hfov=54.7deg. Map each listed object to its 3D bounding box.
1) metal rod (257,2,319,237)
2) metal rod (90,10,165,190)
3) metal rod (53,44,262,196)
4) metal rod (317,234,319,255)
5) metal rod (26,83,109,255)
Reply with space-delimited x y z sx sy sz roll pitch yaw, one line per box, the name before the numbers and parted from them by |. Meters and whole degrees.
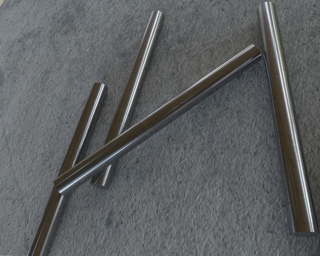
metal rod | 0.138 -0.034 0.352 0.025 0.025 0.299 -10 57 23
metal rod | -0.041 -0.056 0.459 0.025 0.025 0.300 2 62 29
metal rod | 0.000 -0.012 0.391 0.301 0.025 0.025 -35 51 -3
metal rod | 0.187 0.003 0.303 0.025 0.025 0.300 8 65 31
metal rod | -0.129 0.066 0.430 0.025 0.025 0.300 0 62 28
